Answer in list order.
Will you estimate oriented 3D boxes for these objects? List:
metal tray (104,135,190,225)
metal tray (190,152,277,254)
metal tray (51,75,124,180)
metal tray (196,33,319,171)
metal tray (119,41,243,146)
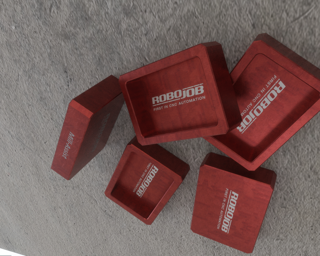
[{"bbox_3d":[-0.024,0.081,0.465,0.090,0.030,0.129,33,129,6],"label":"metal tray"},{"bbox_3d":[0.094,0.103,0.418,0.090,0.030,0.129,16,125,19],"label":"metal tray"},{"bbox_3d":[-0.094,0.001,0.414,0.030,0.090,0.129,34,129,6],"label":"metal tray"},{"bbox_3d":[0.104,-0.022,0.334,0.090,0.030,0.129,36,129,4],"label":"metal tray"},{"bbox_3d":[0.017,-0.033,0.346,0.130,0.030,0.090,-11,99,43],"label":"metal tray"}]
